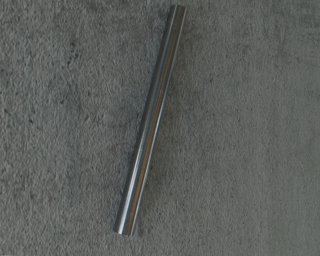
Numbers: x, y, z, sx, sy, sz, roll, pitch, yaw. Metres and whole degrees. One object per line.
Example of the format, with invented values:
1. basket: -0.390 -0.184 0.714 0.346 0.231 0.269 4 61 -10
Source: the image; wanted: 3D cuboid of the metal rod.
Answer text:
1. metal rod: -0.009 -0.018 0.396 0.025 0.025 0.299 22 76 -38
